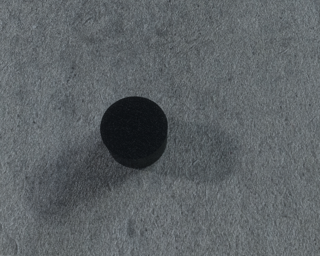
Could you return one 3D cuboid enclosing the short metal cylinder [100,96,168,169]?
[{"bbox_3d":[-0.031,0.007,0.392,0.080,0.050,0.080,0,70,0],"label":"short metal cylinder"}]
